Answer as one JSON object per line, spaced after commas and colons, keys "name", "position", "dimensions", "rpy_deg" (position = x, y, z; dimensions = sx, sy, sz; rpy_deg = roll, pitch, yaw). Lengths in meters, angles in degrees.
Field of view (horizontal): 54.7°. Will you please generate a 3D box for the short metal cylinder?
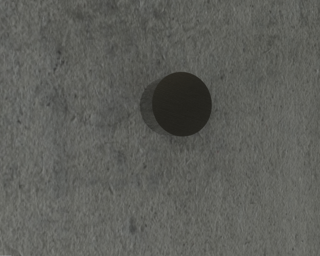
{"name": "short metal cylinder", "position": [0.020, -0.029, 0.404], "dimensions": [0.081, 0.050, 0.079], "rpy_deg": [0, 90, -21]}
